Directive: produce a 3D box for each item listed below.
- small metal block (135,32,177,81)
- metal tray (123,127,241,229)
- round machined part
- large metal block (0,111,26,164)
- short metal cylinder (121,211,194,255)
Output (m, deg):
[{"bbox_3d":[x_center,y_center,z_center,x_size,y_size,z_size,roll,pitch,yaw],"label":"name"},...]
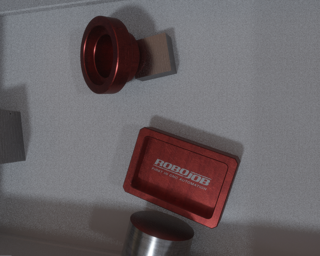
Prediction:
[{"bbox_3d":[-0.009,-0.093,0.413,0.050,0.025,0.050,-10,87,19],"label":"small metal block"},{"bbox_3d":[0.026,0.060,0.397,0.130,0.030,0.089,19,96,18],"label":"metal tray"},{"bbox_3d":[-0.063,-0.094,0.408,0.098,0.042,0.097,9,101,49],"label":"round machined part"},{"bbox_3d":[-0.258,0.016,0.470,0.050,0.080,0.080,-8,88,19],"label":"large metal block"},{"bbox_3d":[-0.003,0.142,0.382,0.080,0.080,0.050,16,95,19],"label":"short metal cylinder"}]
